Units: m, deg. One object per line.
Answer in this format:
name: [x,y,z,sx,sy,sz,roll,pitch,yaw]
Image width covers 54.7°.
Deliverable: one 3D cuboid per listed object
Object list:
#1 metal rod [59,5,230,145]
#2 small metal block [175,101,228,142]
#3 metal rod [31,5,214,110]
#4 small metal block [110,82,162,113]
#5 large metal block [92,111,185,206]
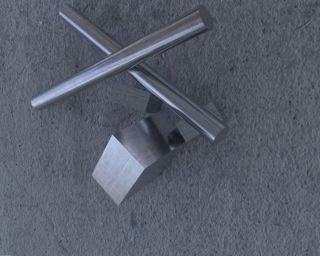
metal rod: [-0.036,-0.081,0.390,0.300,0.025,0.025,41,103,27]
small metal block: [0.053,-0.007,0.377,0.050,0.050,0.025,-33,80,16]
metal rod: [-0.071,-0.072,0.383,0.300,0.025,0.025,-16,85,37]
small metal block: [-0.029,-0.038,0.405,0.050,0.050,0.025,19,97,18]
large metal block: [-0.025,0.036,0.373,0.050,0.081,0.079,46,132,14]
